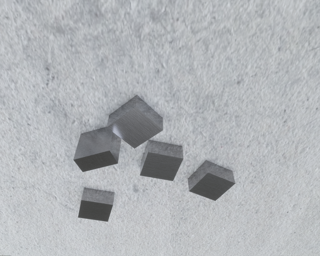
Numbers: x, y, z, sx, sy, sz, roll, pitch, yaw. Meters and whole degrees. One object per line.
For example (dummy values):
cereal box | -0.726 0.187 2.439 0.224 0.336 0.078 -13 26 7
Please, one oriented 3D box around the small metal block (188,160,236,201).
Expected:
small metal block | 0.079 0.082 0.478 0.050 0.025 0.050 24 126 -19

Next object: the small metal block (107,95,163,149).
small metal block | -0.032 -0.007 0.401 0.050 0.025 0.050 -33 123 25

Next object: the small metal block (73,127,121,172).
small metal block | -0.082 0.027 0.412 0.050 0.050 0.025 -15 129 12

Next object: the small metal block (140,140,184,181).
small metal block | 0.002 0.048 0.448 0.050 0.025 0.050 11 129 -10

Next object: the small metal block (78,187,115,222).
small metal block | -0.106 0.128 0.515 0.050 0.025 0.050 12 129 -11
